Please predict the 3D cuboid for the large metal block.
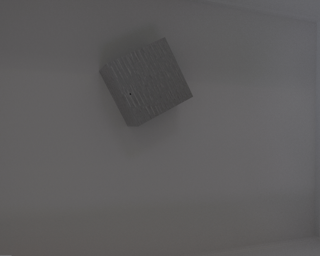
[{"bbox_3d":[-0.018,-0.056,0.390,0.080,0.050,0.080,-29,100,-18],"label":"large metal block"}]
